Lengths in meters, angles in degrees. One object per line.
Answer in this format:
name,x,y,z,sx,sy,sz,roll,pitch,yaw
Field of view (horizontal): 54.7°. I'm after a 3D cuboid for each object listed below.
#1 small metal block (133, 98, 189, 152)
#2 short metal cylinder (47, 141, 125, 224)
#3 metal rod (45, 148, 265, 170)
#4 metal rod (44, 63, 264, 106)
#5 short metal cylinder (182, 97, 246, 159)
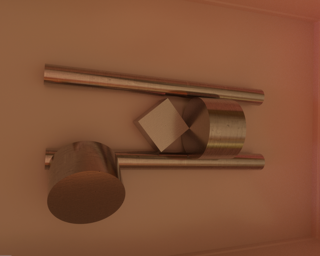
small metal block,0.002,-0.004,0.410,0.050,0.025,0.050,-40,103,-16
short metal cylinder,-0.083,0.061,0.347,0.081,0.050,0.079,-9,127,-12
metal rod,0.008,0.043,0.412,0.303,0.025,0.025,3,89,-21
metal rod,0.007,-0.054,0.412,0.302,0.025,0.025,3,89,-21
short metal cylinder,0.068,0.001,0.406,0.050,0.080,0.079,2,90,-20
